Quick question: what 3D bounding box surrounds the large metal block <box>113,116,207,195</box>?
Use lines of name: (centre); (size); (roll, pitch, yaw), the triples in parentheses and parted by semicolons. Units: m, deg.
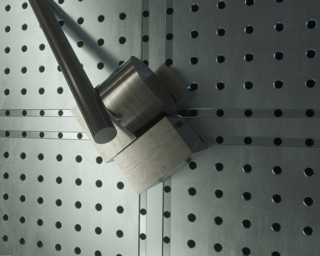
large metal block: (0.004, 0.031, 0.379); (0.080, 0.080, 0.050); (-39, 78, 15)

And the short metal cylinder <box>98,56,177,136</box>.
short metal cylinder: (-0.025, -0.037, 0.364); (0.050, 0.080, 0.080); (-38, 78, 16)

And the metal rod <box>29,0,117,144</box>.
metal rod: (-0.124, -0.097, 0.399); (0.025, 0.025, 0.300); (-43, 56, 15)

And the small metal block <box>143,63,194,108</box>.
small metal block: (0.007, -0.049, 0.410); (0.050, 0.025, 0.050); (-43, 77, 14)

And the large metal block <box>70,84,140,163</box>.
large metal block: (-0.055, -0.005, 0.402); (0.050, 0.080, 0.080); (-39, 78, 16)
